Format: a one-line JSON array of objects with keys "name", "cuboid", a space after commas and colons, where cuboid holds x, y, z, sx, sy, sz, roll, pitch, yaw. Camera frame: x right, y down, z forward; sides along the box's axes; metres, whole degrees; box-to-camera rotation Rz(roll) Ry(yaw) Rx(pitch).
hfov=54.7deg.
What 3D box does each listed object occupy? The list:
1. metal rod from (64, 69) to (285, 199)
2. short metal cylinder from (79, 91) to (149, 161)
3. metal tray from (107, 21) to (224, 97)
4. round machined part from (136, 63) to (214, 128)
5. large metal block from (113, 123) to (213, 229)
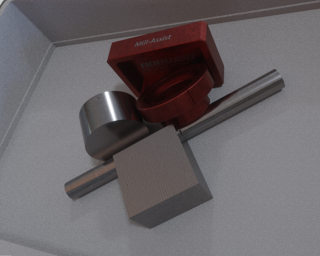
[{"name": "metal rod", "cuboid": [0.011, 0.012, 0.389, 0.301, 0.025, 0.025, -29, 52, 9]}, {"name": "short metal cylinder", "cuboid": [-0.060, -0.001, 0.399, 0.080, 0.080, 0.050, -29, 52, 9]}, {"name": "metal tray", "cuboid": [0.009, -0.083, 0.406, 0.130, 0.090, 0.030, -6, 59, 24]}, {"name": "round machined part", "cuboid": [0.023, -0.036, 0.384, 0.098, 0.042, 0.098, -26, 24, 13]}, {"name": "large metal block", "cuboid": [0.002, 0.055, 0.350, 0.080, 0.050, 0.080, -29, 52, 9]}]
